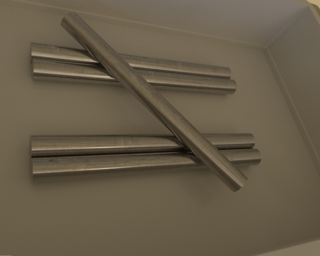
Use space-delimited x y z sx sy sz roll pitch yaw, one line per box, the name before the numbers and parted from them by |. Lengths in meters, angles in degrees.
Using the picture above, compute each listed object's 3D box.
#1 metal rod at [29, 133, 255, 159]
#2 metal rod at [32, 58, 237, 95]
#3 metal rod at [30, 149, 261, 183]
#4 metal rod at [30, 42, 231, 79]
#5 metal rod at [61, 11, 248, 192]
metal rod | 0.000 0.020 0.391 0.303 0.025 0.025 0 62 -28
metal rod | -0.017 -0.068 0.436 0.303 0.025 0.025 0 62 -28
metal rod | 0.005 0.042 0.380 0.303 0.025 0.025 0 62 -28
metal rod | -0.023 -0.090 0.446 0.303 0.025 0.025 0 62 -28
metal rod | -0.009 -0.034 0.388 0.300 0.025 0.025 44 51 2
